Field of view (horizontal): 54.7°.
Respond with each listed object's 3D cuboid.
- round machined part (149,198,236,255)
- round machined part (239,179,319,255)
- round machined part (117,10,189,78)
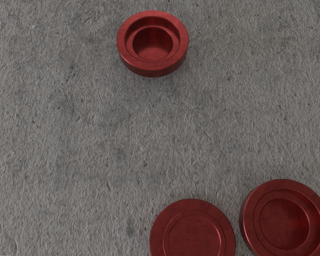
[{"bbox_3d":[0.037,0.130,0.352,0.099,0.042,0.098,0,70,0],"label":"round machined part"},{"bbox_3d":[0.141,0.111,0.359,0.099,0.042,0.098,0,70,0],"label":"round machined part"},{"bbox_3d":[-0.010,-0.114,0.441,0.099,0.042,0.098,0,70,0],"label":"round machined part"}]
